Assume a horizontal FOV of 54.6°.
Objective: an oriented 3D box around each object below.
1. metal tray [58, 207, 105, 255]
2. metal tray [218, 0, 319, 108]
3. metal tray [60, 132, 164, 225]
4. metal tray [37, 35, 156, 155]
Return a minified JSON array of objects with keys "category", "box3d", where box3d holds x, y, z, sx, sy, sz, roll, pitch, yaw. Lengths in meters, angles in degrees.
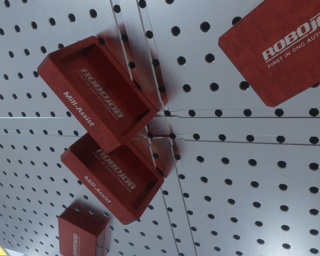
[{"category":"metal tray","box3d":[-0.162,0.231,0.638,0.090,0.030,0.129,22,127,15]},{"category":"metal tray","box3d":[0.132,-0.088,0.284,0.130,0.030,0.090,-35,99,38]},{"category":"metal tray","box3d":[-0.062,0.059,0.438,0.130,0.090,0.030,48,129,-5]},{"category":"metal tray","box3d":[-0.071,-0.043,0.380,0.030,0.090,0.130,-32,101,38]}]
